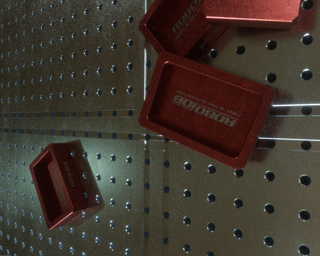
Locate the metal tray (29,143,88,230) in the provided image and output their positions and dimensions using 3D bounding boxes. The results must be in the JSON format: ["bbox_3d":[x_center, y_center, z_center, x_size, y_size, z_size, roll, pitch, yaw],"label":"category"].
[{"bbox_3d":[-0.185,0.103,0.554,0.090,0.030,0.130,-39,66,32],"label":"metal tray"}]

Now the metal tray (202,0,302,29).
[{"bbox_3d":[0.096,-0.169,0.304,0.090,0.030,0.129,9,96,16],"label":"metal tray"}]

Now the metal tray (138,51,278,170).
[{"bbox_3d":[0.048,-0.022,0.342,0.130,0.030,0.089,24,106,21],"label":"metal tray"}]

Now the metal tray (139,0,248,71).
[{"bbox_3d":[0.039,-0.143,0.372,0.129,0.030,0.090,-48,62,29],"label":"metal tray"}]
